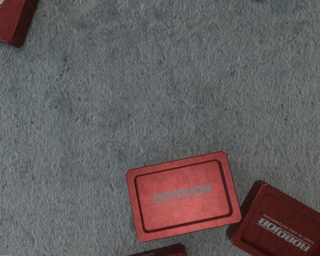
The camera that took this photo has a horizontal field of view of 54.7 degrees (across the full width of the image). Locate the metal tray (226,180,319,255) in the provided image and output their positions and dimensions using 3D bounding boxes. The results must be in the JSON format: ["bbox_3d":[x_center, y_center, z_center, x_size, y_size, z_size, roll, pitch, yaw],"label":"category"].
[{"bbox_3d":[0.167,0.139,0.408,0.130,0.030,0.090,30,90,0],"label":"metal tray"}]

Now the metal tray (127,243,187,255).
[{"bbox_3d":[-0.020,0.214,0.407,0.131,0.030,0.089,-13,90,0],"label":"metal tray"}]

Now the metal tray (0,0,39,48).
[{"bbox_3d":[-0.235,-0.170,0.405,0.131,0.030,0.090,19,90,0],"label":"metal tray"}]

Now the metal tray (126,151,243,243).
[{"bbox_3d":[0.029,0.087,0.398,0.131,0.030,0.090,-12,78,0],"label":"metal tray"}]
